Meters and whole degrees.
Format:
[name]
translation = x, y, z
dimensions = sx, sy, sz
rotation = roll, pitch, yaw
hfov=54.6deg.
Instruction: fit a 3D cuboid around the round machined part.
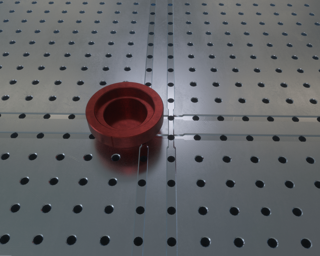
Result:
[round machined part]
translation = -0.044, -0.012, 0.407
dimensions = 0.099, 0.042, 0.098
rotation = 0, 50, 0
